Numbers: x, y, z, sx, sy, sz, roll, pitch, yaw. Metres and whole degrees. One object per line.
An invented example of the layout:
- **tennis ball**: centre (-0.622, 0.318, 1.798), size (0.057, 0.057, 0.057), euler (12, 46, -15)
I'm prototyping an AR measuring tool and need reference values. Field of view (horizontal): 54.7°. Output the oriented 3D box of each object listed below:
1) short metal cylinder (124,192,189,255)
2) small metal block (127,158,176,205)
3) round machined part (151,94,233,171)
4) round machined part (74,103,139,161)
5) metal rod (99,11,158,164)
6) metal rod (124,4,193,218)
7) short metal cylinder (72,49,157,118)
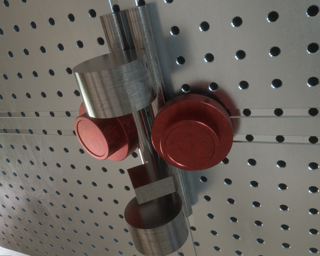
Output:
- **short metal cylinder**: centre (-0.004, 0.129, 0.430), size (0.080, 0.080, 0.050), euler (1, 119, 28)
- **small metal block**: centre (-0.013, 0.070, 0.415), size (0.050, 0.050, 0.025), euler (-17, 116, -10)
- **round machined part**: centre (0.037, 0.012, 0.371), size (0.098, 0.042, 0.097), euler (4, 118, 9)
- **round machined part**: centre (-0.080, 0.005, 0.430), size (0.098, 0.042, 0.097), euler (24, 132, 30)
- **metal rod**: centre (-0.026, -0.002, 0.423), size (0.025, 0.025, 0.298), euler (1, 119, 28)
- **metal rod**: centre (0.005, -0.003, 0.406), size (0.025, 0.025, 0.298), euler (1, 119, 28)
- **short metal cylinder**: centre (-0.048, -0.051, 0.341), size (0.080, 0.080, 0.050), euler (1, 119, 28)
